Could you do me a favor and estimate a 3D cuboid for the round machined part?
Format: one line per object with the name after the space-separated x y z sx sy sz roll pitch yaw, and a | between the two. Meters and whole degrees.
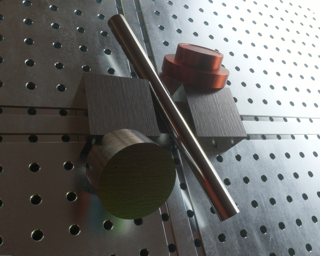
0.055 -0.095 0.453 0.099 0.042 0.098 12 23 -5 | round machined part

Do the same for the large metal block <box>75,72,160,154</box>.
-0.054 -0.015 0.373 0.081 0.050 0.080 2 61 -27 | large metal block

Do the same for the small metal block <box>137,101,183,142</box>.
0.000 -0.009 0.414 0.050 0.025 0.050 1 61 -28 | small metal block

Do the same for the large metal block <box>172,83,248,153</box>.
0.064 -0.013 0.435 0.081 0.050 0.080 1 61 -28 | large metal block

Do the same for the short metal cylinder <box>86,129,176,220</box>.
-0.031 0.046 0.320 0.081 0.050 0.079 -8 108 -25 | short metal cylinder

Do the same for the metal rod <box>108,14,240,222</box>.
0.009 -0.024 0.394 0.025 0.025 0.299 -19 72 -35 | metal rod
